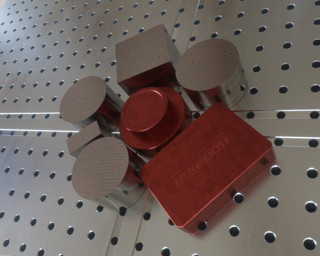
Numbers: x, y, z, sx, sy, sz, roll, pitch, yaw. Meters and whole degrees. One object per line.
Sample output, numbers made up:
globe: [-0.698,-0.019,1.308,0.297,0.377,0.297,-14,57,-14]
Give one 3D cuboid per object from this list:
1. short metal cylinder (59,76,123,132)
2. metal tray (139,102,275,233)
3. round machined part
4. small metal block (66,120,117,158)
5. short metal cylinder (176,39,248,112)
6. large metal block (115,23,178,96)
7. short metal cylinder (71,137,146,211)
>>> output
short metal cylinder: [-0.101,-0.030,0.463,0.080,0.050,0.080,-13,56,21]
metal tray: [0.050,0.041,0.352,0.130,0.030,0.090,-42,51,-1]
round machined part: [-0.013,-0.016,0.413,0.098,0.042,0.098,-13,56,21]
small metal block: [-0.090,0.023,0.424,0.050,0.050,0.025,-33,52,7]
short metal cylinder: [0.067,-0.067,0.397,0.080,0.050,0.080,-13,56,21]
large metal block: [-0.017,-0.096,0.461,0.080,0.050,0.080,-19,54,17]
short metal cylinder: [-0.062,0.058,0.389,0.080,0.050,0.080,-13,56,21]
